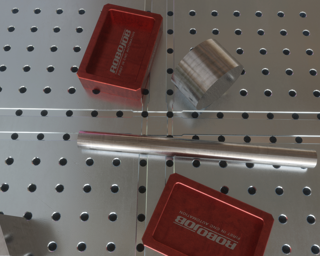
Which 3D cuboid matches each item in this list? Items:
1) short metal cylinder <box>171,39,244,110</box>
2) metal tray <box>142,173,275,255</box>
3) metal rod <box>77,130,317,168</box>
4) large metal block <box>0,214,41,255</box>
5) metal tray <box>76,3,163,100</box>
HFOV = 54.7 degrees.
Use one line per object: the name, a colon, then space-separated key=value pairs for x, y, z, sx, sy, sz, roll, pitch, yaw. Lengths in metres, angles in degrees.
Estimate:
short metal cylinder: x=0.062 y=-0.070 z=0.408 sx=0.080 sy=0.080 sz=0.050 roll=-37 pitch=74 yaw=-12
metal tray: x=0.055 y=0.120 z=0.365 sx=0.130 sy=0.030 sz=0.090 roll=23 pitch=71 yaw=8
metal rod: x=0.046 y=0.027 z=0.401 sx=0.302 sy=0.025 sz=0.025 roll=5 pitch=70 yaw=1
large metal block: x=-0.187 y=0.136 z=0.331 sx=0.080 sy=0.080 sz=0.050 roll=-25 pitch=72 yaw=-9
metal tray: x=-0.054 y=-0.113 z=0.449 sx=0.090 sy=0.030 sz=0.130 roll=14 pitch=70 yaw=5
